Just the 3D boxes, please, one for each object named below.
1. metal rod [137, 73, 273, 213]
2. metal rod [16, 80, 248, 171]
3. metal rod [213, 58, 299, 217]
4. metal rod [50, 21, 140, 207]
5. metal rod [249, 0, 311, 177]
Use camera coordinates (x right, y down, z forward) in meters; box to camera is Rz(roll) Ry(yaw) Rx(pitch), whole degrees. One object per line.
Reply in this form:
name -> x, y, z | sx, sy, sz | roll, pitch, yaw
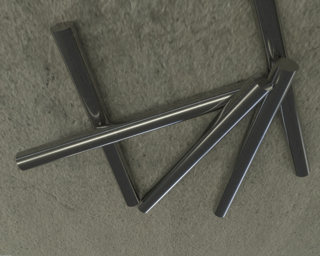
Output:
metal rod -> 0.040, 0.042, 0.420 | 0.025, 0.025, 0.298 | 21, 134, -17
metal rod -> -0.029, -0.003, 0.378 | 0.301, 0.025, 0.025 | -17, 129, 3
metal rod -> 0.116, 0.038, 0.424 | 0.025, 0.025, 0.298 | 4, 136, -4
metal rod -> -0.073, 0.007, 0.412 | 0.025, 0.025, 0.298 | -9, 130, 7
metal rod -> 0.151, -0.040, 0.375 | 0.025, 0.025, 0.299 | -19, 128, 15
